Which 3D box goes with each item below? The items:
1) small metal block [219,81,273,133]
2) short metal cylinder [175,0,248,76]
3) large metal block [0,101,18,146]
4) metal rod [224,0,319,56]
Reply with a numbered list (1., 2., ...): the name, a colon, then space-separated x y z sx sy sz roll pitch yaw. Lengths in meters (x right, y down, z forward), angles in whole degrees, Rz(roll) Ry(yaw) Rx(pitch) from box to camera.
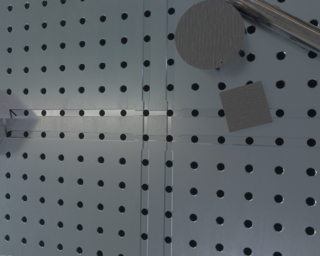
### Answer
1. small metal block: 0.104 -0.025 0.376 0.050 0.025 0.050 -15 85 19
2. short metal cylinder: 0.064 -0.107 0.377 0.080 0.050 0.079 0 90 20
3. large metal block: -0.294 -0.010 0.503 0.080 0.050 0.080 41 103 15
4. metal rod: 0.149 -0.119 0.359 0.300 0.025 0.025 36 101 16
